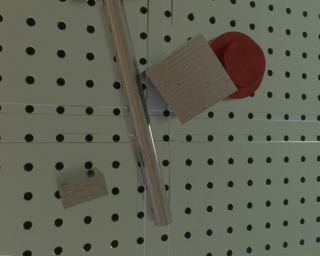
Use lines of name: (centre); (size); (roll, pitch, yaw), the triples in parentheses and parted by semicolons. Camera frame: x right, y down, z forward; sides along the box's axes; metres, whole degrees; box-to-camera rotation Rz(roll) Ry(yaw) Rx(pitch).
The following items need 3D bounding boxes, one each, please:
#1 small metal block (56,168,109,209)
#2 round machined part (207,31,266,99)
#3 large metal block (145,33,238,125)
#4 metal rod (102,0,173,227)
small metal block: (-0.093, 0.070, 0.366); (0.050, 0.050, 0.025); (-15, 96, -20)
round machined part: (0.112, -0.091, 0.446); (0.099, 0.042, 0.097); (0, 90, -20)
large metal block: (0.040, -0.064, 0.398); (0.080, 0.050, 0.080); (-33, 103, 13)
metal rod: (-0.028, -0.018, 0.403); (0.025, 0.025, 0.298); (-14, 95, -20)
